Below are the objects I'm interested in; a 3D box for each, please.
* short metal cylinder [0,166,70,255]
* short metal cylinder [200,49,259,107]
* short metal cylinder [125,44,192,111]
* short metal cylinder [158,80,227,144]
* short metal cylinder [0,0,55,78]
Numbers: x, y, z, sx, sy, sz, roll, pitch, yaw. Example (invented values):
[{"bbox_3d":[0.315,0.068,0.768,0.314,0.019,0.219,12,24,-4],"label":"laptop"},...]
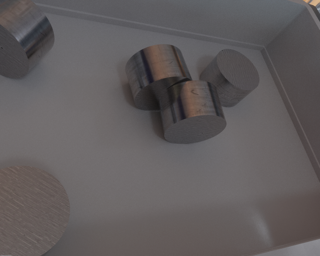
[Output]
[{"bbox_3d":[-0.126,0.080,0.274,0.081,0.050,0.080,14,56,-21],"label":"short metal cylinder"},{"bbox_3d":[0.112,-0.080,0.501,0.081,0.050,0.080,14,56,-21],"label":"short metal cylinder"},{"bbox_3d":[-0.001,-0.065,0.411,0.081,0.080,0.050,-4,64,-30],"label":"short metal cylinder"},{"bbox_3d":[0.041,-0.018,0.406,0.081,0.080,0.050,4,60,-27],"label":"short metal cylinder"},{"bbox_3d":[-0.167,-0.102,0.343,0.080,0.080,0.050,31,52,-9],"label":"short metal cylinder"}]
